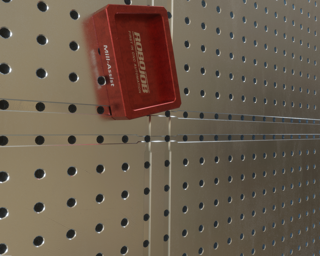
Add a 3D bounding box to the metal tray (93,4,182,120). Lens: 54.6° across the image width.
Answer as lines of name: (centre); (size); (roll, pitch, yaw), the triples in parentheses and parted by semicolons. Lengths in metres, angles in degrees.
metal tray: (-0.024, -0.081, 0.384); (0.091, 0.030, 0.129); (-16, 100, -39)
